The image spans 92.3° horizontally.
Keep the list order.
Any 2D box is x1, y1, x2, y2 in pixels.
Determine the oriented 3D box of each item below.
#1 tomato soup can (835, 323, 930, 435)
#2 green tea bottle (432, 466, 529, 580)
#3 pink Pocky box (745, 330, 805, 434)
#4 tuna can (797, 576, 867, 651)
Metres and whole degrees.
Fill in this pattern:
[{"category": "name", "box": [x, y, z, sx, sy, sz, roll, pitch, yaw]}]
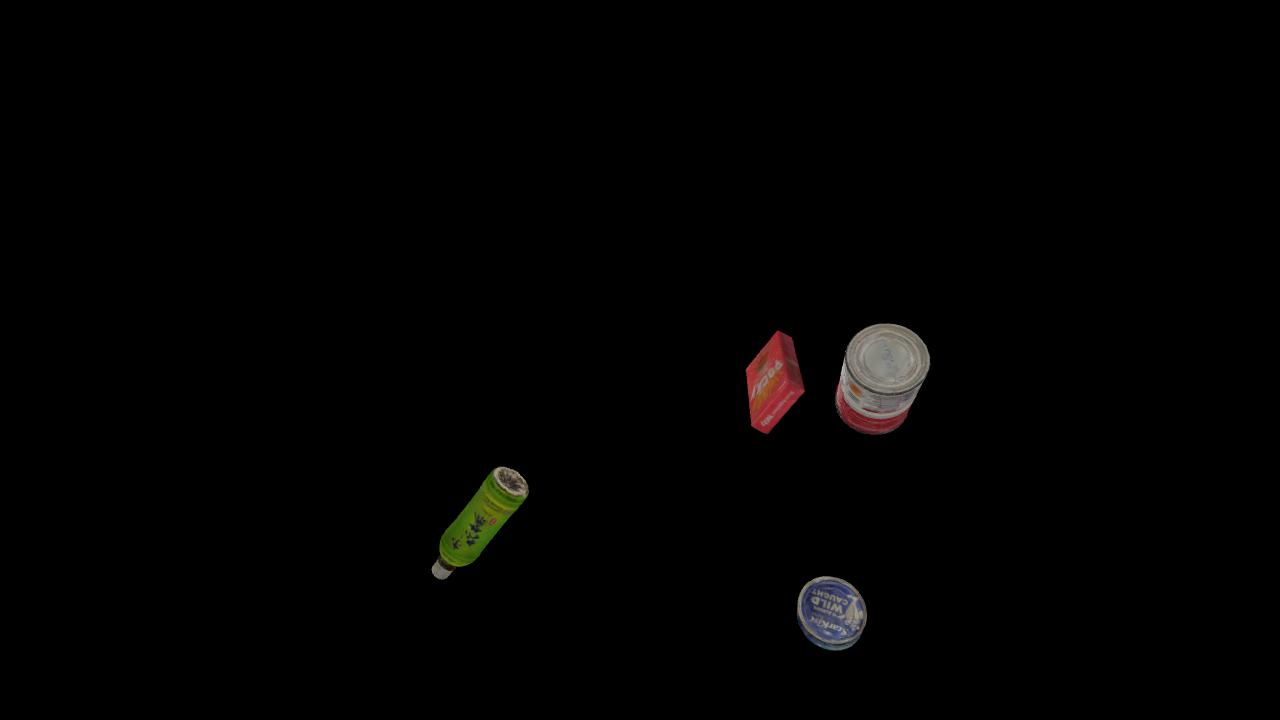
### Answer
[{"category": "tomato soup can", "box": [0.212, 0.019, 0.546, 0.068, 0.068, 0.101, 0, -25, 13]}, {"category": "green tea bottle", "box": [-0.261, 0.266, 0.976, 0.073, 0.212, 0.073, 35, 13, -9]}, {"category": "pink Pocky box", "box": [0.185, 0.027, 0.858, 0.029, 0.084, 0.155, 29, 28, -10]}, {"category": "tuna can", "box": [0.243, 0.323, 0.783, 0.084, 0.084, 0.034, 0, -42, 11]}]
